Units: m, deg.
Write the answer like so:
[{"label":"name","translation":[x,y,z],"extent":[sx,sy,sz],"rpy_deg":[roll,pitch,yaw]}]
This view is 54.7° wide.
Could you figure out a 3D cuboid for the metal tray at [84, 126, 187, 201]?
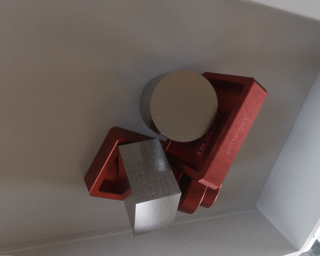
[{"label":"metal tray","translation":[-0.025,0.058,0.426],"extent":[0.131,0.030,0.090],"rpy_deg":[19,108,-36]}]

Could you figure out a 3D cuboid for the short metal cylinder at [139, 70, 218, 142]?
[{"label":"short metal cylinder","translation":[0.021,-0.026,0.368],"extent":[0.081,0.050,0.079],"rpy_deg":[-2,96,-17]}]

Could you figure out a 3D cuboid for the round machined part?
[{"label":"round machined part","translation":[0.056,0.073,0.433],"extent":[0.042,0.098,0.097],"rpy_deg":[19,112,-4]}]

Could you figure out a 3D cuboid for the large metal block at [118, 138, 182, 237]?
[{"label":"large metal block","translation":[-0.017,0.072,0.378],"extent":[0.050,0.080,0.079],"rpy_deg":[-10,139,-16]}]

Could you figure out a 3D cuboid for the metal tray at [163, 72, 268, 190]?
[{"label":"metal tray","translation":[0.061,-0.002,0.378],"extent":[0.030,0.090,0.130],"rpy_deg":[31,85,-35]}]
